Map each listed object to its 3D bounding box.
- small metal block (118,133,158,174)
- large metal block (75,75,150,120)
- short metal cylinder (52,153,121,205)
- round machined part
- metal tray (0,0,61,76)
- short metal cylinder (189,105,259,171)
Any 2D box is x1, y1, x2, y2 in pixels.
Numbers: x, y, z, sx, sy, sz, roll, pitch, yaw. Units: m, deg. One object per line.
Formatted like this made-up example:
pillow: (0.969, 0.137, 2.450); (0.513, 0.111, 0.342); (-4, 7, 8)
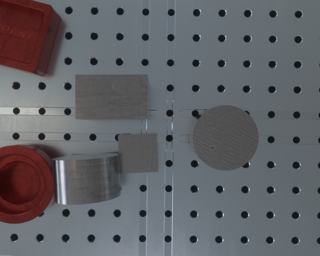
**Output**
small metal block: (-0.028, 0.033, 0.413); (0.050, 0.025, 0.050); (-2, 90, 0)
large metal block: (-0.054, -0.035, 0.385); (0.081, 0.080, 0.050); (0, 90, 0)
short metal cylinder: (-0.090, 0.060, 0.385); (0.080, 0.080, 0.050); (-3, 90, 0)
round machined part: (-0.180, 0.070, 0.403); (0.099, 0.042, 0.097); (0, 90, 0)
metal tray: (-0.210, -0.129, 0.408); (0.131, 0.030, 0.090); (15, 90, 0)
short metal cylinder: (0.080, 0.012, 0.401); (0.081, 0.050, 0.080); (0, 90, 0)
